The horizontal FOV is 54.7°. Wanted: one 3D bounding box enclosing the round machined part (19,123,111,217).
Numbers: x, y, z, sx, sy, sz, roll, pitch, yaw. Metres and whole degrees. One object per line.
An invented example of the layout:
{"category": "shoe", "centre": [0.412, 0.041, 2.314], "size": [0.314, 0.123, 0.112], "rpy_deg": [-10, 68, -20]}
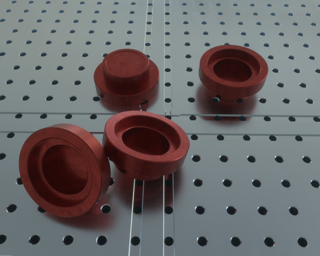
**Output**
{"category": "round machined part", "centre": [-0.098, 0.043, 0.336], "size": [0.098, 0.097, 0.042], "rpy_deg": [17, 17, 13]}

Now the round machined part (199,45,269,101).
{"category": "round machined part", "centre": [0.107, -0.079, 0.464], "size": [0.099, 0.042, 0.098], "rpy_deg": [0, 50, 0]}

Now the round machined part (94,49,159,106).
{"category": "round machined part", "centre": [-0.050, -0.082, 0.465], "size": [0.099, 0.042, 0.098], "rpy_deg": [0, 50, 0]}

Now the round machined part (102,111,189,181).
{"category": "round machined part", "centre": [-0.019, 0.023, 0.363], "size": [0.099, 0.042, 0.098], "rpy_deg": [12, 32, -7]}
